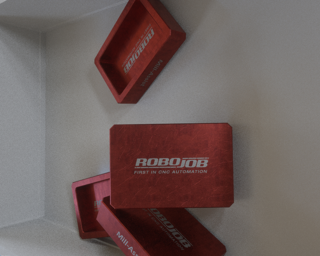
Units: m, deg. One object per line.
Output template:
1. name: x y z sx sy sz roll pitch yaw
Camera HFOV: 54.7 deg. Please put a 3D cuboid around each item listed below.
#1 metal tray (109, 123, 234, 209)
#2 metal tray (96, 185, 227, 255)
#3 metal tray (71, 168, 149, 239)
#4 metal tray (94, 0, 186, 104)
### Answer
1. metal tray: 0.012 0.040 0.342 0.131 0.030 0.089 -1 88 0
2. metal tray: 0.000 0.122 0.360 0.130 0.091 0.030 38 121 33
3. metal tray: -0.077 0.114 0.464 0.130 0.030 0.090 -20 77 38
4. metal tray: -0.033 -0.106 0.421 0.129 0.030 0.090 -48 62 34
